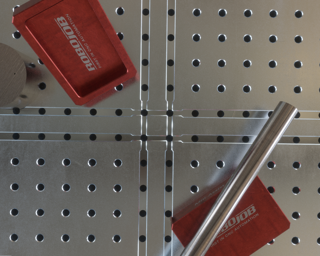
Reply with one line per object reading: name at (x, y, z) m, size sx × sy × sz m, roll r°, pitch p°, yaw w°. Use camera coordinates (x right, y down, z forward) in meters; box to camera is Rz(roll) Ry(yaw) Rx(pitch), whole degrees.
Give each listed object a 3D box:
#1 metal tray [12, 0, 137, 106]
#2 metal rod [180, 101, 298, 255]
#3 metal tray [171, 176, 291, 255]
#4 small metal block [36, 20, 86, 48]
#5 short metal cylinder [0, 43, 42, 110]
metal tray at (-0.096, -0.099, 0.372) m, size 0.090 × 0.030 × 0.130 m, roll -29°, pitch 130°, yaw 0°
metal rod at (0.078, 0.099, 0.383) m, size 0.025 × 0.025 × 0.299 m, roll 33°, pitch 90°, yaw 0°
metal tray at (0.091, 0.126, 0.411) m, size 0.130 × 0.030 × 0.090 m, roll -34°, pitch 90°, yaw 0°
small metal block at (-0.127, -0.124, 0.400) m, size 0.050 × 0.050 × 0.025 m, roll -21°, pitch 90°, yaw 0°
short metal cylinder at (-0.202, -0.064, 0.399) m, size 0.081 × 0.050 × 0.080 m, roll 0°, pitch 90°, yaw 0°
